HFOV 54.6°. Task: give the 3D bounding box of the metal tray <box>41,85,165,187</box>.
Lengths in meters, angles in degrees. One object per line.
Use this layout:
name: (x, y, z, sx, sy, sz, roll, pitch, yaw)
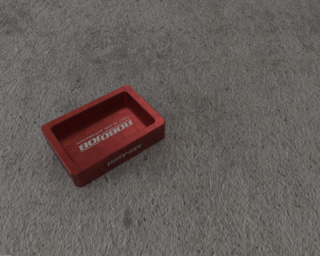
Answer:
metal tray: (-0.070, 0.005, 0.395, 0.131, 0.030, 0.090, -30, 56, -23)
